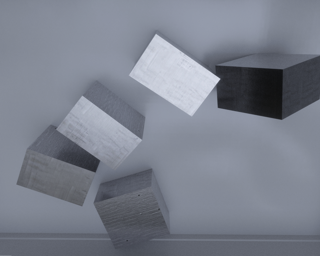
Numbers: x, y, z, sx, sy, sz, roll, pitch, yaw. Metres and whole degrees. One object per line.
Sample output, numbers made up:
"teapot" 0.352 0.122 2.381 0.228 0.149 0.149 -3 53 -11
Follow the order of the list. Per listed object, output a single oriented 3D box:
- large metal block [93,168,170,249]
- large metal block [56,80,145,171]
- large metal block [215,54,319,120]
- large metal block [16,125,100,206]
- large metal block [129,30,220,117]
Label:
"large metal block" -0.037 0.114 0.440 0.080 0.050 0.080 -17 109 6
"large metal block" -0.067 -0.006 0.379 0.080 0.080 0.050 38 106 -13
"large metal block" 0.121 -0.051 0.347 0.081 0.080 0.050 -22 115 -35
"large metal block" -0.121 0.045 0.397 0.080 0.080 0.050 21 109 -8
"large metal block" 0.015 -0.066 0.357 0.080 0.080 0.050 32 107 -11
